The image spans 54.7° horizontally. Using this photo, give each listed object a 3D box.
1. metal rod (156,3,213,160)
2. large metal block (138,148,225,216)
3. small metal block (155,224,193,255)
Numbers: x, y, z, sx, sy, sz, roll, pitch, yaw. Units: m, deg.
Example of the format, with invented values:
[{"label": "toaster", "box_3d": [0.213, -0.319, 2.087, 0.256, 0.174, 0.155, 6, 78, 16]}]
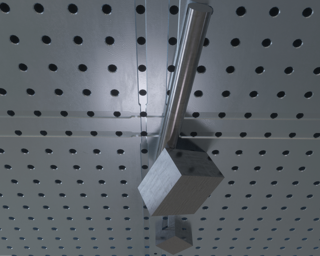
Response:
[{"label": "metal rod", "box_3d": [0.017, -0.008, 0.404, 0.025, 0.025, 0.298, 7, 130, -6]}, {"label": "large metal block", "box_3d": [0.029, 0.077, 0.436, 0.081, 0.050, 0.080, 10, 124, -38]}, {"label": "small metal block", "box_3d": [0.027, 0.215, 0.595, 0.050, 0.025, 0.050, -36, 122, 26]}]
